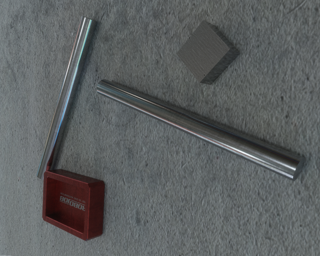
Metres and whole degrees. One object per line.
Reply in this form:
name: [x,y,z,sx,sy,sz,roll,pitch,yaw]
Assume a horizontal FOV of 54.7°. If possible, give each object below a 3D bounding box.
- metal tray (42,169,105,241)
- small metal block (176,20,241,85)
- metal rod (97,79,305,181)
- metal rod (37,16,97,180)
metal tray: [-0.148,0.124,0.520,0.130,0.030,0.089,5,93,39]
small metal block: [0.055,-0.086,0.358,0.050,0.025,0.050,-48,62,29]
metal rod: [0.023,-0.012,0.384,0.300,0.025,0.025,25,106,37]
metal rod: [-0.166,-0.042,0.538,0.025,0.025,0.298,34,111,34]
